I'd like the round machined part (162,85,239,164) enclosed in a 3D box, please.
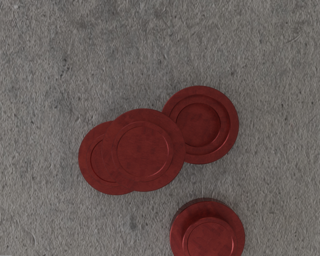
[{"bbox_3d":[0.048,-0.004,0.402,0.099,0.042,0.097,0,90,0],"label":"round machined part"}]

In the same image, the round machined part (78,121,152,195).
[{"bbox_3d":[-0.057,0.039,0.401,0.099,0.042,0.097,0,90,0],"label":"round machined part"}]

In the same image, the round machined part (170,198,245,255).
[{"bbox_3d":[0.062,0.144,0.402,0.099,0.042,0.097,0,90,0],"label":"round machined part"}]

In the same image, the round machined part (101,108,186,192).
[{"bbox_3d":[-0.019,0.026,0.359,0.099,0.042,0.097,0,90,0],"label":"round machined part"}]
